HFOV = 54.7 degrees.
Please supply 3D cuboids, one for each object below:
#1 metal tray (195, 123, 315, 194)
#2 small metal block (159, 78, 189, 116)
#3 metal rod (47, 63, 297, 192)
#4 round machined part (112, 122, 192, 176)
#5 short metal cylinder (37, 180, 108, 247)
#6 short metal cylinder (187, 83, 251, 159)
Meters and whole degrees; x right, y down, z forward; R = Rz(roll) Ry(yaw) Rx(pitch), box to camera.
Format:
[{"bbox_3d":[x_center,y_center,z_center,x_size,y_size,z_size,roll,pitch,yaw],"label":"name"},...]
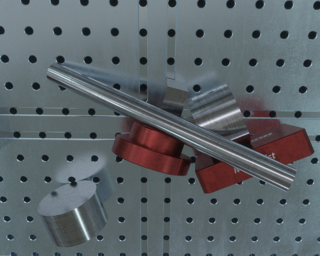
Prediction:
[{"bbox_3d":[0.110,0.035,0.390,0.130,0.090,0.030,-23,92,8],"label":"metal tray"},{"bbox_3d":[0.014,-0.031,0.389,0.025,0.050,0.050,14,110,-5],"label":"small metal block"},{"bbox_3d":[-0.002,-0.009,0.347,0.301,0.025,0.025,25,110,16],"label":"metal rod"},{"bbox_3d":[-0.006,0.023,0.385,0.099,0.098,0.042,18,92,-7],"label":"round machined part"},{"bbox_3d":[-0.118,0.115,0.425,0.080,0.080,0.050,-14,110,5],"label":"short metal cylinder"},{"bbox_3d":[0.072,-0.008,0.382,0.050,0.080,0.080,-23,109,8],"label":"short metal cylinder"}]
